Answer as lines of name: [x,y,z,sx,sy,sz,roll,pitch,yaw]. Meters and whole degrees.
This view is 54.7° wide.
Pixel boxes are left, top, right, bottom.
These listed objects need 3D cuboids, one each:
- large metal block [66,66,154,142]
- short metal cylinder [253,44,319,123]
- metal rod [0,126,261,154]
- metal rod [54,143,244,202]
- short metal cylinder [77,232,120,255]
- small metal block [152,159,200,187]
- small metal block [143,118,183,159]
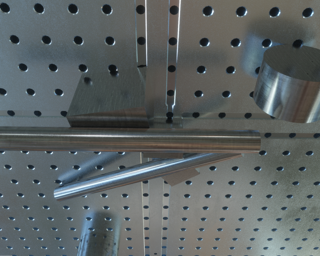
large metal block: [-0.051,-0.024,0.355,0.080,0.080,0.050,-7,130,6]
short metal cylinder: [0.147,-0.050,0.334,0.081,0.080,0.050,1,130,-1]
metal rod: [-0.051,0.012,0.315,0.302,0.025,0.025,1,130,-1]
metal rod: [-0.032,0.065,0.440,0.300,0.025,0.025,-18,129,24]
short metal cylinder: [-0.121,0.248,0.605,0.081,0.050,0.079,0,130,0]
small metal block: [0.024,0.055,0.458,0.050,0.025,0.050,-29,125,22]
small metal block: [0.004,0.013,0.406,0.050,0.050,0.025,2,130,-2]
